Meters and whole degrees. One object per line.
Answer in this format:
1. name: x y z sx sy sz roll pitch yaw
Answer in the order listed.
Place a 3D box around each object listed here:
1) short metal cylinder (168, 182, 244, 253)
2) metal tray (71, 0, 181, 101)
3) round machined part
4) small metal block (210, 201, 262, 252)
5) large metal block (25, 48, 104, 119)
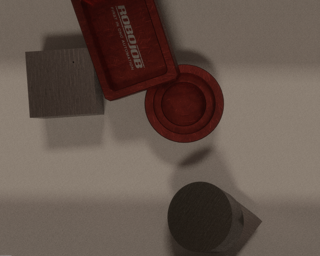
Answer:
1. short metal cylinder: 0.057 0.111 0.381 0.080 0.050 0.080 -12 63 25
2. metal tray: -0.038 -0.106 0.361 0.090 0.030 0.129 -17 95 13
3. round machined part: 0.030 -0.030 0.403 0.099 0.042 0.097 0 90 -1
4. small metal block: 0.097 0.125 0.413 0.050 0.025 0.050 37 90 -1
5. large metal block: -0.119 -0.055 0.397 0.081 0.050 0.079 -4 90 -1
